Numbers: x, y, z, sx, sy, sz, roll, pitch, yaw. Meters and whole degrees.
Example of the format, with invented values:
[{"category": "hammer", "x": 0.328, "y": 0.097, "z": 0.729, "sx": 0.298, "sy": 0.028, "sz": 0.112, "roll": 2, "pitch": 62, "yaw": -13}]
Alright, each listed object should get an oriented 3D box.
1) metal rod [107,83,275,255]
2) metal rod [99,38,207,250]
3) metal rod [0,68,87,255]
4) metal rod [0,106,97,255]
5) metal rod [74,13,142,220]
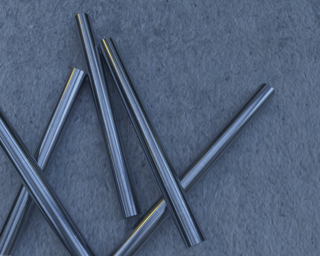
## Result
[{"category": "metal rod", "x": 0.048, "y": 0.051, "z": 0.389, "sx": 0.025, "sy": 0.025, "sz": 0.301, "roll": 41, "pitch": 74, "yaw": 13}, {"category": "metal rod", "x": -0.019, "y": 0.000, "z": 0.390, "sx": 0.025, "sy": 0.025, "sz": 0.299, "roll": -22, "pitch": 65, "yaw": -8}, {"category": "metal rod", "x": -0.154, "y": 0.058, "z": 0.384, "sx": 0.025, "sy": 0.025, "sz": 0.299, "roll": 15, "pitch": 70, "yaw": 5}, {"category": "metal rod", "x": -0.139, "y": 0.068, "z": 0.357, "sx": 0.025, "sy": 0.025, "sz": 0.299, "roll": -34, "pitch": 83, "yaw": -12}, {"category": "metal rod", "x": -0.075, "y": -0.029, "z": 0.417, "sx": 0.025, "sy": 0.025, "sz": 0.299, "roll": -15, "pitch": 71, "yaw": -6}]
